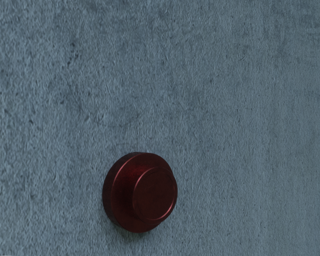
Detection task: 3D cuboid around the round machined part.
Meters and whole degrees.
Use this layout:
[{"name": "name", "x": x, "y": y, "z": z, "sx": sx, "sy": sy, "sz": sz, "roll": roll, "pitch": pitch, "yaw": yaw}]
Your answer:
[{"name": "round machined part", "x": -0.017, "y": 0.079, "z": 0.379, "sx": 0.099, "sy": 0.042, "sz": 0.097, "roll": 0, "pitch": 90, "yaw": -40}]
